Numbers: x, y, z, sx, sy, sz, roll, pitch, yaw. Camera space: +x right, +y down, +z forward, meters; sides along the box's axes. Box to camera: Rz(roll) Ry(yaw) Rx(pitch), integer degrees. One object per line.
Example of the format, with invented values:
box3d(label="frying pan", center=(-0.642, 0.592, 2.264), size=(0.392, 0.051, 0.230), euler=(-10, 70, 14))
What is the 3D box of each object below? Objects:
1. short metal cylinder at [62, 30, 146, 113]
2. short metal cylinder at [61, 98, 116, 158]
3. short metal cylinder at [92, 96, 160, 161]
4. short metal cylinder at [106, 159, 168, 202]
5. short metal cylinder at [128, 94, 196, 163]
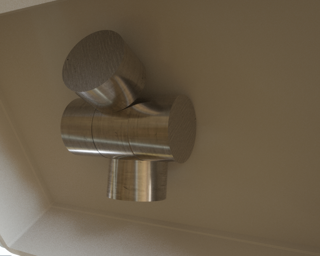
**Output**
box3d(label="short metal cylinder", center=(-0.063, -0.064, 0.355), size=(0.080, 0.080, 0.050), euler=(2, 157, 27))
box3d(label="short metal cylinder", center=(-0.085, -0.001, 0.415), size=(0.050, 0.080, 0.080), euler=(2, 119, 28))
box3d(label="short metal cylinder", center=(-0.040, 0.000, 0.392), size=(0.050, 0.080, 0.080), euler=(2, 119, 28))
box3d(label="short metal cylinder", center=(-0.030, 0.068, 0.420), size=(0.080, 0.080, 0.050), euler=(0, 85, 28))
box3d(label="short metal cylinder", center=(0.005, 0.000, 0.369), size=(0.050, 0.080, 0.080), euler=(2, 119, 28))
